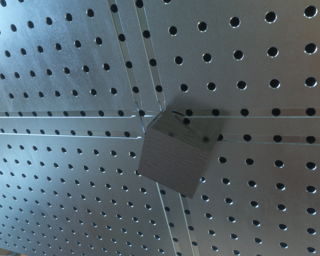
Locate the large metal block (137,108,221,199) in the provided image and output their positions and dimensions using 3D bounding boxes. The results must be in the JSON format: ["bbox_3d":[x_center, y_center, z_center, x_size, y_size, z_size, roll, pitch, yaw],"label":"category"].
[{"bbox_3d":[0.023,0.033,0.402,0.080,0.050,0.079,23,127,13],"label":"large metal block"}]
